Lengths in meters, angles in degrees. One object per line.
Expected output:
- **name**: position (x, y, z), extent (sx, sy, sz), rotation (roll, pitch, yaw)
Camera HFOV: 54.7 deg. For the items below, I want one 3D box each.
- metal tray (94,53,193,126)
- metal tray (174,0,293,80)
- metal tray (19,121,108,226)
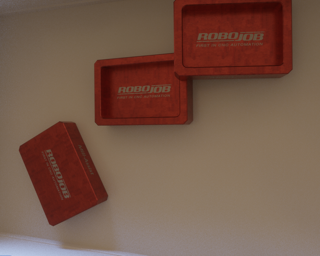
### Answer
- **metal tray**: position (-0.023, -0.049, 0.415), extent (0.130, 0.030, 0.089), rotation (-1, 90, 19)
- **metal tray**: position (0.082, -0.104, 0.360), extent (0.131, 0.030, 0.089), rotation (-1, 90, 4)
- **metal tray**: position (-0.144, 0.066, 0.457), extent (0.090, 0.030, 0.130), rotation (-29, 81, 17)
